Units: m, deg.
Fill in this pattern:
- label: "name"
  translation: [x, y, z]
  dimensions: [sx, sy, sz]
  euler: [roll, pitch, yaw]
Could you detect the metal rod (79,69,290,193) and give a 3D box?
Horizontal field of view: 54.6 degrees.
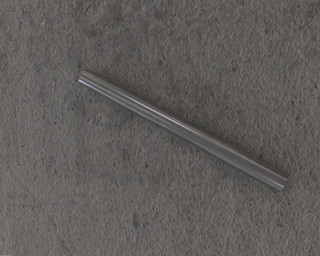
- label: "metal rod"
  translation: [0.018, -0.005, 0.403]
  dimensions: [0.300, 0.025, 0.025]
  euler: [29, 99, 17]
